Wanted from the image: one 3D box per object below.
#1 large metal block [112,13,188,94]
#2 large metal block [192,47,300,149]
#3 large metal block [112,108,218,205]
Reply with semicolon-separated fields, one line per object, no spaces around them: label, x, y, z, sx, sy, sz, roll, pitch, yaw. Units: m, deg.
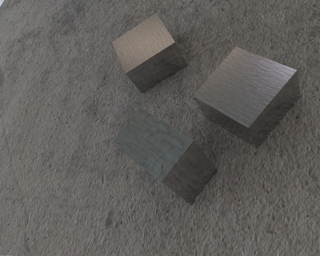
large metal block;-0.016;-0.112;0.465;0.080;0.050;0.080;-31;52;8
large metal block;0.100;-0.037;0.358;0.080;0.050;0.080;-49;51;-6
large metal block;0.007;0.032;0.345;0.080;0.080;0.050;32;80;38
